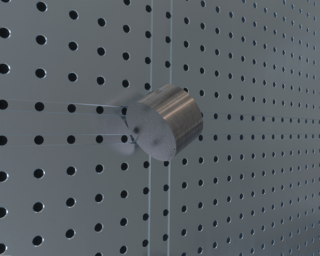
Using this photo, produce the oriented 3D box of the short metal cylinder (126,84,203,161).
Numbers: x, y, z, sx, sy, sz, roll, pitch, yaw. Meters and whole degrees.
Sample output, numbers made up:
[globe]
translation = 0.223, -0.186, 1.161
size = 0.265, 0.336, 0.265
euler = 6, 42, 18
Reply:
[short metal cylinder]
translation = 0.005, -0.007, 0.377
size = 0.050, 0.080, 0.080
euler = -37, 113, -34
